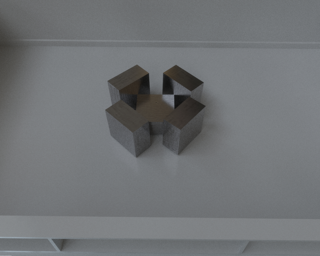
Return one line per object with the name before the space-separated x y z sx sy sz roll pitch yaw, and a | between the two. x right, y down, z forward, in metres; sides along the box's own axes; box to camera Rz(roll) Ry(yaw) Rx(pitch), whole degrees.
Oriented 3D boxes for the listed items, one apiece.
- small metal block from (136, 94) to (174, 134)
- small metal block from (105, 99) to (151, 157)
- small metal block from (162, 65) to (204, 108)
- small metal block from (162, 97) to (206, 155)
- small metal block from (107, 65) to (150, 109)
small metal block | -0.006 -0.019 0.418 0.050 0.025 0.050 1 50 0
small metal block | -0.039 0.001 0.386 0.025 0.050 0.050 -38 59 -26
small metal block | 0.030 -0.051 0.429 0.025 0.050 0.050 -37 60 -28
small metal block | 0.030 -0.003 0.388 0.025 0.050 0.050 34 57 24
small metal block | -0.041 -0.052 0.429 0.050 0.050 0.025 -35 58 -25
